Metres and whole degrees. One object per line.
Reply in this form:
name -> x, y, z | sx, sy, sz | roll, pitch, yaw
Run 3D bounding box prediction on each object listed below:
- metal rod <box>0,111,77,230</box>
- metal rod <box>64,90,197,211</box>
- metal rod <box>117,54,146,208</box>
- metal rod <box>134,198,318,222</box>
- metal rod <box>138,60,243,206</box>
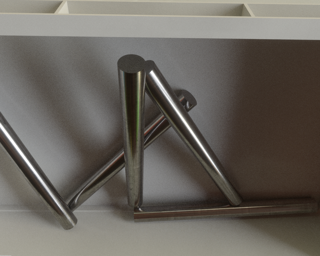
metal rod -> -0.190, 0.038, 0.421 | 0.025, 0.025, 0.299 | -14, 124, 11
metal rod -> -0.062, 0.049, 0.450 | 0.025, 0.025, 0.299 | 33, 123, -25
metal rod -> -0.033, 0.032, 0.393 | 0.025, 0.025, 0.298 | 2, 143, -2
metal rod -> 0.109, 0.136, 0.516 | 0.302, 0.025, 0.025 | -3, 130, -2
metal rod -> 0.054, 0.028, 0.409 | 0.025, 0.025, 0.300 | -22, 134, 18
